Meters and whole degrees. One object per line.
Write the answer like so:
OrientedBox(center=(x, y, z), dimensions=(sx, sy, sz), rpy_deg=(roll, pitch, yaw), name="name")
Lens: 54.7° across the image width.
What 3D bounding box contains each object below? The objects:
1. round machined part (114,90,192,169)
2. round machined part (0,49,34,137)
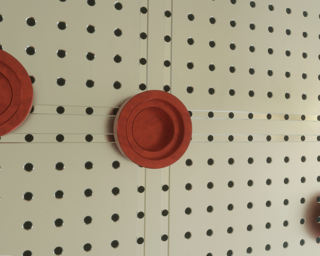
OrientedBox(center=(-0.012, 0.001, 0.400), dimensions=(0.099, 0.042, 0.097), rpy_deg=(0, 90, -21), name="round machined part")
OrientedBox(center=(-0.189, -0.037, 0.334), dimensions=(0.099, 0.042, 0.097), rpy_deg=(0, 90, -21), name="round machined part")
